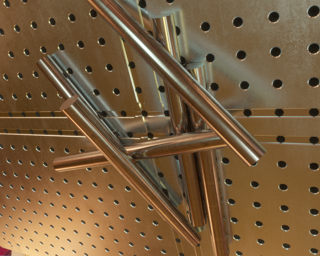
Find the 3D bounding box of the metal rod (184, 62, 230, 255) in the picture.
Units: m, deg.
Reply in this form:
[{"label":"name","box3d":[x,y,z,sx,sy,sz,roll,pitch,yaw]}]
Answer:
[{"label":"metal rod","box3d":[0.066,0.061,0.414,0.025,0.025,0.298,2,120,27]}]

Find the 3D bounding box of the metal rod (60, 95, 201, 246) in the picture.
[{"label":"metal rod","box3d":[-0.022,0.075,0.416,0.025,0.025,0.300,-13,128,34]}]

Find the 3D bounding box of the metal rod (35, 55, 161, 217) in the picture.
[{"label":"metal rod","box3d":[-0.075,0.020,0.464,0.025,0.025,0.300,-31,102,38]}]

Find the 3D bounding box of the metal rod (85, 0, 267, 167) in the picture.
[{"label":"metal rod","box3d":[-0.005,-0.077,0.332,0.300,0.025,0.025,47,130,9]}]

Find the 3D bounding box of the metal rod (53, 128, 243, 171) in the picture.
[{"label":"metal rod","box3d":[-0.038,0.033,0.418,0.300,0.025,0.025,-12,113,33]}]

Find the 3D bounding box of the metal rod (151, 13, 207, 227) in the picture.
[{"label":"metal rod","box3d":[0.030,0.010,0.401,0.025,0.025,0.298,2,120,27]}]
